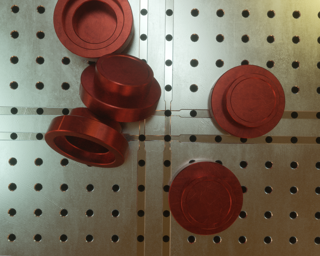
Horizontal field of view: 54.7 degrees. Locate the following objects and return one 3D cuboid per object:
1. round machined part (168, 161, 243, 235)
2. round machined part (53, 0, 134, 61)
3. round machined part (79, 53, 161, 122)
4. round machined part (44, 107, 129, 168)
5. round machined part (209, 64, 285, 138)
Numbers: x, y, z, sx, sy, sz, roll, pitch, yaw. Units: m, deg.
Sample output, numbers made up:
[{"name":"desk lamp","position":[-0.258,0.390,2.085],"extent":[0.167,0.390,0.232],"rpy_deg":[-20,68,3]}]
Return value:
[{"name":"round machined part","position":[0.060,0.093,0.406],"extent":[0.099,0.042,0.097],"rpy_deg":[0,90,-1]},{"name":"round machined part","position":[-0.083,-0.135,0.404],"extent":[0.099,0.042,0.097],"rpy_deg":[0,90,-1]},{"name":"round machined part","position":[-0.046,-0.055,0.375],"extent":[0.098,0.098,0.042],"rpy_deg":[20,130,-1]},{"name":"round machined part","position":[-0.086,0.010,0.382],"extent":[0.099,0.098,0.042],"rpy_deg":[14,62,-1]},{"name":"round machined part","position":[0.116,-0.035,0.406],"extent":[0.099,0.042,0.097],"rpy_deg":[0,90,-1]}]
